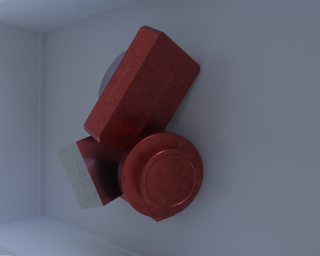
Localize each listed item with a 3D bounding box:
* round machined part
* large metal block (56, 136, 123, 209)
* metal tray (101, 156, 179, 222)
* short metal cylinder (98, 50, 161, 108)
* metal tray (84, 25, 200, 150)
[{"bbox_3d":[0.005,0.054,0.347,0.042,0.099,0.097,-165,79,-69],"label":"round machined part"},{"bbox_3d":[-0.071,0.046,0.395,0.050,0.081,0.080,-20,93,44],"label":"large metal block"},{"bbox_3d":[-0.028,0.055,0.422,0.130,0.030,0.089,22,104,37],"label":"metal tray"},{"bbox_3d":[-0.034,-0.053,0.395,0.080,0.050,0.080,-30,46,37],"label":"short metal cylinder"},{"bbox_3d":[-0.017,-0.036,0.354,0.030,0.090,0.130,34,95,38],"label":"metal tray"}]
